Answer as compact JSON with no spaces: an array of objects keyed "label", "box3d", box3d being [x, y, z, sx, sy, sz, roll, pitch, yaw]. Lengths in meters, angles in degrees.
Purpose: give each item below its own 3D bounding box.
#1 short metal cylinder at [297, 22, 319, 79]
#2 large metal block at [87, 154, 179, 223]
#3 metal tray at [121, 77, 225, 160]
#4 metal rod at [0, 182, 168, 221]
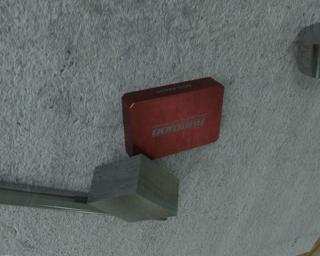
[{"label":"short metal cylinder","box3d":[0.238,-0.111,0.436,0.081,0.080,0.050,-25,128,-14]},{"label":"large metal block","box3d":[-0.032,0.081,0.400,0.080,0.050,0.080,-19,139,32]},{"label":"metal tray","box3d":[0.019,-0.011,0.409,0.131,0.030,0.089,-14,125,-21]},{"label":"metal rod","box3d":[-0.110,0.098,0.408,0.302,0.025,0.025,18,109,-36]}]
